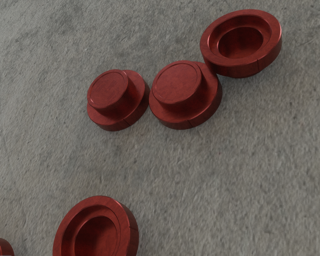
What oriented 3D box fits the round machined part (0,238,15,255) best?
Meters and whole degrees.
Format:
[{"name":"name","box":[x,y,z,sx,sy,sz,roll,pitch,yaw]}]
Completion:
[{"name":"round machined part","box":[-0.221,0.189,0.390,0.098,0.042,0.098,-13,56,20]}]

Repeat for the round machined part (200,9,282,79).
[{"name":"round machined part","box":[0.104,-0.102,0.397,0.098,0.042,0.098,-11,55,16]}]

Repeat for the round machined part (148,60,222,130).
[{"name":"round machined part","box":[0.029,-0.050,0.407,0.098,0.042,0.098,-13,56,20]}]

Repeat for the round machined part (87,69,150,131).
[{"name":"round machined part","box":[-0.067,-0.047,0.455,0.098,0.042,0.098,-13,56,20]}]

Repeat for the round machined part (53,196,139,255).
[{"name":"round machined part","box":[-0.067,0.129,0.347,0.098,0.042,0.098,-13,56,20]}]
